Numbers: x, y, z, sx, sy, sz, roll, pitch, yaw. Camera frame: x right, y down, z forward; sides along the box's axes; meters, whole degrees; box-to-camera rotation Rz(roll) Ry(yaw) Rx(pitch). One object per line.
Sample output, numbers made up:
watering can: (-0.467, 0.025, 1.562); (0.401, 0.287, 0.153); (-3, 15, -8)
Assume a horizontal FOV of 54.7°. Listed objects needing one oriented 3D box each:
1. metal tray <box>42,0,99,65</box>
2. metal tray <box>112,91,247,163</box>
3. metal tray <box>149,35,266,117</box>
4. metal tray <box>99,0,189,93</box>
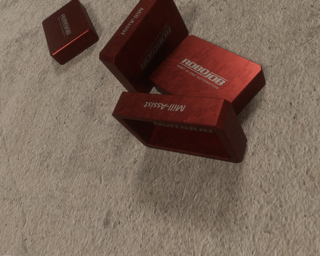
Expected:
metal tray: (-0.179, -0.193, 0.610); (0.090, 0.030, 0.130); (-32, 52, 6)
metal tray: (0.023, -0.001, 0.349); (0.130, 0.090, 0.030); (8, 66, 31)
metal tray: (0.058, -0.064, 0.408); (0.090, 0.030, 0.130); (-47, 52, -5)
metal tray: (-0.018, -0.120, 0.443); (0.030, 0.090, 0.130); (24, 75, 36)
